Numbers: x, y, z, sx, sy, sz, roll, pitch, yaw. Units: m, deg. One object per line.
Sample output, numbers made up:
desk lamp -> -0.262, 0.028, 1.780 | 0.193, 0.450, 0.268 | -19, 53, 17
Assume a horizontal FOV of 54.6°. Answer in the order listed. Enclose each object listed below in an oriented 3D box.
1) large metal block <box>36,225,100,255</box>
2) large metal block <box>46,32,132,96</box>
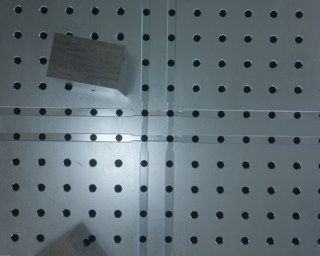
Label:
large metal block -> -0.122, 0.189, 0.400 | 0.080, 0.050, 0.080 | -36, 90, 0
large metal block -> -0.083, -0.075, 0.385 | 0.080, 0.080, 0.050 | 11, 90, 0
